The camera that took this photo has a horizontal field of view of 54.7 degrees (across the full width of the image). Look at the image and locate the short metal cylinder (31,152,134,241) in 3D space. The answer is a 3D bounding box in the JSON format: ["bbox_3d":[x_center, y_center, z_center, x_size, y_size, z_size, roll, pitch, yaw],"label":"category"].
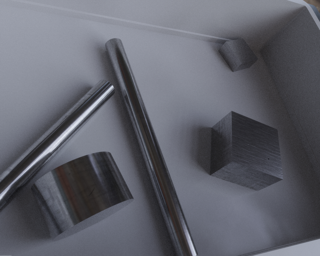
[{"bbox_3d":[-0.072,0.064,0.293,0.081,0.080,0.050,-18,72,-35],"label":"short metal cylinder"}]

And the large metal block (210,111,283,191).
[{"bbox_3d":[0.120,0.033,0.436,0.080,0.050,0.080,20,54,-17],"label":"large metal block"}]

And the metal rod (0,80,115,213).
[{"bbox_3d":[-0.136,0.043,0.306,0.025,0.025,0.301,38,51,-3],"label":"metal rod"}]

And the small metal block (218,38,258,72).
[{"bbox_3d":[0.143,-0.134,0.567,0.050,0.025,0.050,-21,73,-36],"label":"small metal block"}]

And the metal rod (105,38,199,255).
[{"bbox_3d":[-0.018,0.011,0.390,0.025,0.025,0.299,-7,65,-32],"label":"metal rod"}]
